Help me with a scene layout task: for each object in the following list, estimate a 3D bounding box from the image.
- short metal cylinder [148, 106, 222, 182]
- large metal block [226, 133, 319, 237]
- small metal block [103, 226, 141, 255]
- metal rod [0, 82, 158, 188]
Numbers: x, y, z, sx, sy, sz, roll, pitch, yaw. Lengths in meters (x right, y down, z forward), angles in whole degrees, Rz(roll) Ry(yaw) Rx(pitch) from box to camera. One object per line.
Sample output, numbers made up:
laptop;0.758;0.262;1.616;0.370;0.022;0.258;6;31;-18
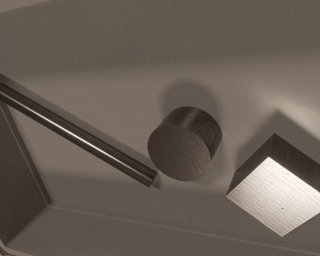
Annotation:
short metal cylinder;0.032;0.020;0.387;0.080;0.050;0.079;13;124;20
large metal block;0.138;0.067;0.361;0.080;0.050;0.079;36;129;4
small metal block;-0.072;0.220;0.583;0.050;0.025;0.050;36;129;3
metal rod;-0.140;0.006;0.483;0.301;0.025;0.025;29;128;9
